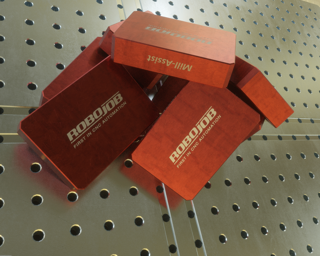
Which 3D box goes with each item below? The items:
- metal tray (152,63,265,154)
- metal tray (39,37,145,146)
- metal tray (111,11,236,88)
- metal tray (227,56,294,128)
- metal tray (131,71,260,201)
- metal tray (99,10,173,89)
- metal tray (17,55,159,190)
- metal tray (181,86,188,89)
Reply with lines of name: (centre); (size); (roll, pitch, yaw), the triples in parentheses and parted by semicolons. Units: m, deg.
metal tray: (0.063, -0.028, 0.417); (0.130, 0.090, 0.030); (38, 52, -2)
metal tray: (-0.075, -0.050, 0.394); (0.090, 0.030, 0.130); (34, 51, -6)
metal tray: (0.019, -0.095, 0.360); (0.131, 0.030, 0.090); (14, 39, 4)
metal tray: (0.113, -0.062, 0.422); (0.090, 0.030, 0.130); (39, 12, -29)
metal tray: (0.040, 0.008, 0.364); (0.090, 0.130, 0.030); (38, 9, -4)
metal tray: (-0.015, -0.117, 0.443); (0.090, 0.030, 0.131); (41, 37, -2)
metal tray: (-0.073, -0.008, 0.341); (0.131, 0.030, 0.090); (-45, 104, -28)
metal tray: (0.082, -0.073, 0.465); (0.131, 0.030, 0.090); (23, 50, -39)
